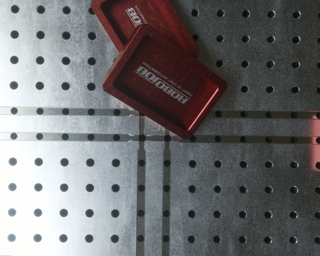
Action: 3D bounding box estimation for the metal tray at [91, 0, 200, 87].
[{"bbox_3d":[-0.019,-0.128,0.410,0.090,0.030,0.130,-31,90,-1],"label":"metal tray"}]

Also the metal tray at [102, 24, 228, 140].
[{"bbox_3d":[0.006,-0.055,0.383,0.131,0.030,0.090,31,99,-20],"label":"metal tray"}]
